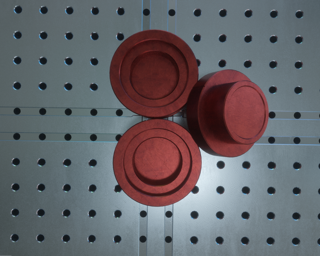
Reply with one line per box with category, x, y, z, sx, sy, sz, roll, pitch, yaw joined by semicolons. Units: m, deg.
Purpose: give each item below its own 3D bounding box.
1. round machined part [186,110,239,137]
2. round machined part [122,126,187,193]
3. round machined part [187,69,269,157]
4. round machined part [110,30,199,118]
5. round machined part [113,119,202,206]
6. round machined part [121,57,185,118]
round machined part;0.085;-0.017;0.406;0.099;0.042;0.097;0;90;0
round machined part;-0.004;0.038;0.405;0.099;0.042;0.097;0;90;0
round machined part;0.081;-0.016;0.342;0.099;0.042;0.097;0;89;-32
round machined part;-0.006;-0.060;0.362;0.099;0.042;0.097;0;90;0
round machined part;-0.003;0.038;0.362;0.099;0.042;0.097;0;90;0
round machined part;-0.005;-0.061;0.406;0.099;0.042;0.097;0;90;0
